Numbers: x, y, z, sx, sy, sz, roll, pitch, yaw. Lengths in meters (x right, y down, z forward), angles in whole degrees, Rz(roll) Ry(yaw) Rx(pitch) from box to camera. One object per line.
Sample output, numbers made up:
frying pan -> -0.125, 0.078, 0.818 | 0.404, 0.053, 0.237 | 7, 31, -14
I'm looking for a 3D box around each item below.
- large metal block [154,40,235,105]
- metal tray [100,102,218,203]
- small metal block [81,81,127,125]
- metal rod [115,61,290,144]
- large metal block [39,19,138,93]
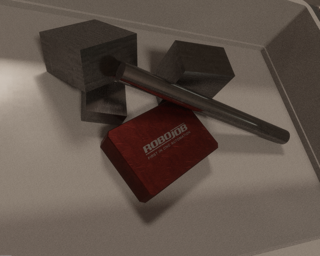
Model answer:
large metal block -> 0.044, -0.074, 0.441 | 0.081, 0.080, 0.050 | 0, 62, -29
metal tray -> 0.003, 0.022, 0.393 | 0.131, 0.030, 0.090 | -30, 79, -38
small metal block -> -0.071, -0.033, 0.389 | 0.050, 0.025, 0.050 | 7, 59, -25
metal rod -> 0.079, -0.025, 0.433 | 0.302, 0.025, 0.025 | 18, 54, -30
large metal block -> -0.085, -0.092, 0.378 | 0.080, 0.050, 0.081 | 29, 43, 33
